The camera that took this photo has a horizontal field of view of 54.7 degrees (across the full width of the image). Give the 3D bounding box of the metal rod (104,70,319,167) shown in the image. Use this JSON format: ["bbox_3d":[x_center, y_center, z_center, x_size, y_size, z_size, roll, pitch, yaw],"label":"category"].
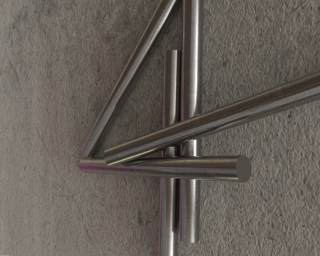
[{"bbox_3d":[0.058,-0.007,0.331,0.300,0.025,0.025,-20,77,30],"label":"metal rod"}]

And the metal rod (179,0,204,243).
[{"bbox_3d":[0.038,-0.015,0.373,0.025,0.025,0.298,1,91,40],"label":"metal rod"}]

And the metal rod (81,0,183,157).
[{"bbox_3d":[-0.041,-0.076,0.438,0.025,0.025,0.298,48,118,29],"label":"metal rod"}]

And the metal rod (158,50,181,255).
[{"bbox_3d":[0.013,0.053,0.393,0.025,0.025,0.298,3,92,40],"label":"metal rod"}]

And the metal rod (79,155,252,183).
[{"bbox_3d":[-0.022,0.049,0.394,0.299,0.025,0.025,-7,86,48],"label":"metal rod"}]
